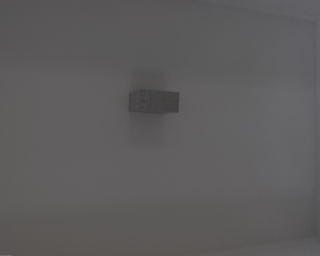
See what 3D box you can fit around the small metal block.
[{"bbox_3d":[-0.009,-0.033,0.394,0.050,0.050,0.025,3,89,-20],"label":"small metal block"}]
